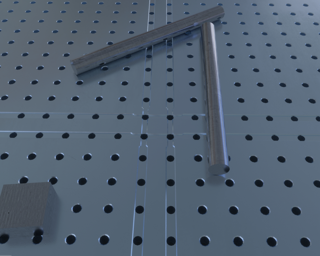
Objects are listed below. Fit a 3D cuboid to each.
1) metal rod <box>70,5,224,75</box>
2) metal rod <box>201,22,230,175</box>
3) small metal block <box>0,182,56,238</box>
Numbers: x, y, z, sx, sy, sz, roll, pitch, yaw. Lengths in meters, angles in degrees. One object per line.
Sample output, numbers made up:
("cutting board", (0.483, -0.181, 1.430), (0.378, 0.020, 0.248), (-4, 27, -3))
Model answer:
("metal rod", (-0.010, -0.159, 0.540), (0.302, 0.025, 0.025), (-27, 55, -21))
("metal rod", (0.078, -0.066, 0.462), (0.025, 0.025, 0.300), (2, 50, 2))
("small metal block", (-0.144, 0.088, 0.333), (0.050, 0.025, 0.050), (-3, 50, -3))
